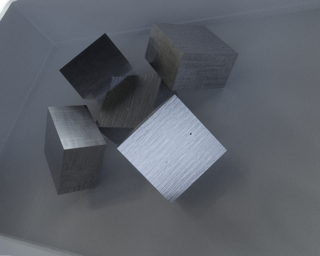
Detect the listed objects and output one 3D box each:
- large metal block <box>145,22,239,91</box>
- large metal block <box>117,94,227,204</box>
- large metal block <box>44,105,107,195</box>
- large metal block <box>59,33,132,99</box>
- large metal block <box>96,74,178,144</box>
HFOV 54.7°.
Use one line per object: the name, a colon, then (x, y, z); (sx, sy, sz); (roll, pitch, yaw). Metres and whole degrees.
large metal block: (0.038, -0.093, 0.398); (0.081, 0.050, 0.080); (-7, 43, -29)
large metal block: (0.011, 0.021, 0.341); (0.080, 0.050, 0.080); (-43, 96, -3)
large metal block: (-0.114, 0.027, 0.405); (0.080, 0.050, 0.079); (55, 138, 39)
large metal block: (-0.090, -0.087, 0.459); (0.080, 0.080, 0.050); (-39, 94, 2)
large metal block: (-0.030, -0.024, 0.417); (0.080, 0.050, 0.080); (1, 62, 28)
